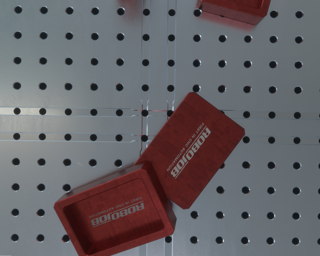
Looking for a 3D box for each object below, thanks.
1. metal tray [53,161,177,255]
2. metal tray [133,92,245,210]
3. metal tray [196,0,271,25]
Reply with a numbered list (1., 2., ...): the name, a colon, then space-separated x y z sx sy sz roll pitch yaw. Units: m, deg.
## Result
1. metal tray: -0.056 0.108 0.392 0.130 0.030 0.090 -23 97 12
2. metal tray: 0.037 0.029 0.411 0.090 0.030 0.130 37 90 0
3. metal tray: 0.109 -0.214 0.411 0.090 0.030 0.129 15 90 0
